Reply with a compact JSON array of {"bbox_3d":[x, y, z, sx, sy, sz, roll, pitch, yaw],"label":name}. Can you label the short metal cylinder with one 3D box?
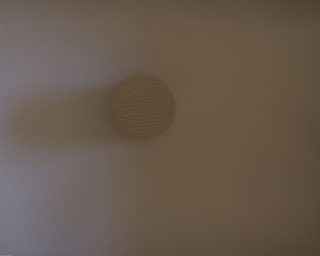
[{"bbox_3d":[-0.022,-0.025,0.397,0.080,0.050,0.080,0,90,0],"label":"short metal cylinder"}]
